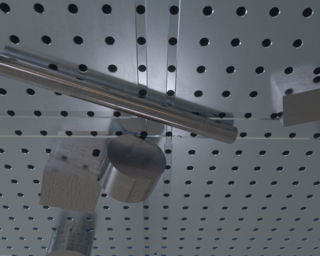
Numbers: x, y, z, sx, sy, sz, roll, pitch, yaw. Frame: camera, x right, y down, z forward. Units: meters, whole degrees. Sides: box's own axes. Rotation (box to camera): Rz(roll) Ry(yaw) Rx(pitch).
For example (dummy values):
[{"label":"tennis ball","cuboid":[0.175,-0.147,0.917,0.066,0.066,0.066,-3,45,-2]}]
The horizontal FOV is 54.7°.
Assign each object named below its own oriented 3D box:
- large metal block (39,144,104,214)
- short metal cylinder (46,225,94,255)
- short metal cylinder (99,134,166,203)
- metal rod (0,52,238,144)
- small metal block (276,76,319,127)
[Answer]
[{"label":"large metal block","cuboid":[-0.128,0.077,0.460,0.081,0.050,0.079,14,129,-12]},{"label":"short metal cylinder","cuboid":[-0.169,0.228,0.588,0.081,0.050,0.079,0,130,0]},{"label":"short metal cylinder","cuboid":[-0.038,0.054,0.421,0.081,0.080,0.050,15,129,-13]},{"label":"metal rod","cuboid":[-0.042,-0.031,0.384,0.302,0.025,0.025,16,128,-14]},{"label":"small metal block","cuboid":[0.175,-0.032,0.386,0.050,0.025,0.050,-12,129,10]}]
